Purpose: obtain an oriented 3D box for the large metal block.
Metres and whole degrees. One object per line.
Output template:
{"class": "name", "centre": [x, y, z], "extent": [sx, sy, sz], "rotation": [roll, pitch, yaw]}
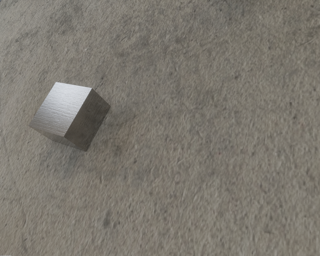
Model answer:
{"class": "large metal block", "centre": [-0.135, -0.018, 0.468], "extent": [0.080, 0.050, 0.080], "rotation": [13, 68, 33]}
